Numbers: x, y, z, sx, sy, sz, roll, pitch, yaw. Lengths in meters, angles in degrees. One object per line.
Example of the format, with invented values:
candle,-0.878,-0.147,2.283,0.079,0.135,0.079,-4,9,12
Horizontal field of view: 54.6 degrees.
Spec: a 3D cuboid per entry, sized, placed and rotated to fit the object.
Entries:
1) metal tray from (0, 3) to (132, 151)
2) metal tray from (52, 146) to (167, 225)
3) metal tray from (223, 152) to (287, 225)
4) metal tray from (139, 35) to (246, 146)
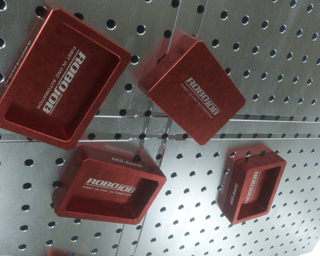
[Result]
metal tray,-0.102,-0.047,0.322,0.090,0.030,0.130,26,104,-37
metal tray,-0.066,0.083,0.422,0.131,0.030,0.090,20,108,-36
metal tray,0.172,0.112,0.569,0.091,0.030,0.129,-8,122,-24
metal tray,0.047,-0.044,0.405,0.090,0.030,0.130,-46,129,4
